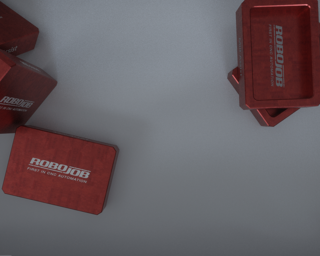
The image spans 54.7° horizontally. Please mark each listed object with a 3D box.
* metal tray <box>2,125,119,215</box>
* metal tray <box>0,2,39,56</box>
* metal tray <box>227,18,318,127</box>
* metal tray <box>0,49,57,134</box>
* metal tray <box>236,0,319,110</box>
[{"bbox_3d":[-0.128,0.054,0.408,0.131,0.030,0.090,13,90,0],"label":"metal tray"},{"bbox_3d":[-0.220,-0.113,0.360,0.090,0.131,0.030,36,125,0],"label":"metal tray"},{"bbox_3d":[0.168,-0.072,0.409,0.130,0.030,0.090,-35,90,0],"label":"metal tray"},{"bbox_3d":[-0.178,-0.036,0.357,0.030,0.130,0.090,39,90,0],"label":"metal tray"},{"bbox_3d":[0.144,-0.089,0.379,0.091,0.030,0.129,-2,90,0],"label":"metal tray"}]
